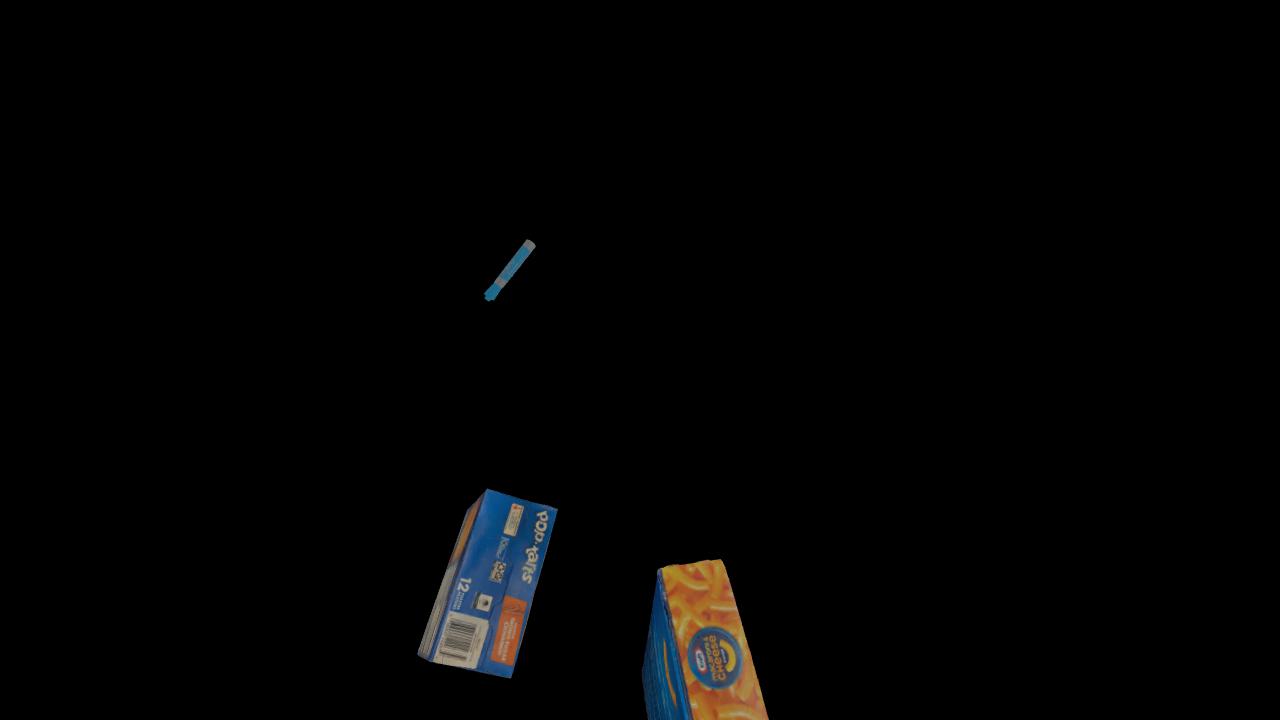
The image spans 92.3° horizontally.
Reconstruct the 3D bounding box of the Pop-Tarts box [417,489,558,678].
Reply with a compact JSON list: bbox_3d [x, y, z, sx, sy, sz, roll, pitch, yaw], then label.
[{"bbox_3d":[-0.165,0.240,0.662,0.083,0.167,0.141,22,-29,-15],"label":"Pop-Tarts box"}]

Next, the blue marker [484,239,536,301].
[{"bbox_3d":[-0.211,-0.144,0.993,0.020,0.121,0.020,31,-15,10],"label":"blue marker"}]

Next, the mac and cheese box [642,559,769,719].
[{"bbox_3d":[0.029,0.195,0.349,0.041,0.093,0.184,-5,-40,-8],"label":"mac and cheese box"}]
